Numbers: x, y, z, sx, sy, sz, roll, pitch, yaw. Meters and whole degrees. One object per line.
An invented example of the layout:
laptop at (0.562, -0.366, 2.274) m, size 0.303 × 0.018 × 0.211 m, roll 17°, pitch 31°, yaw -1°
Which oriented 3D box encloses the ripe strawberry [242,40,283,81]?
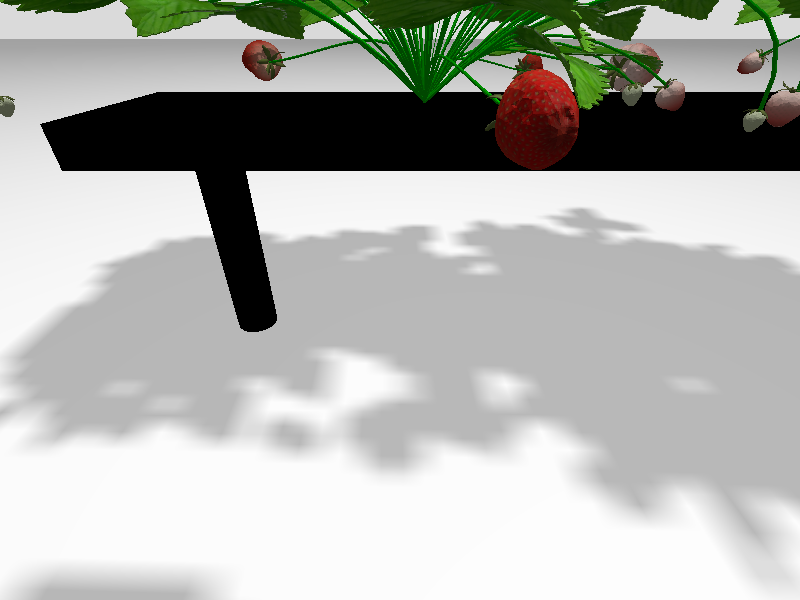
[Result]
ripe strawberry at (-0.148, -0.255, 0.428) m, size 0.038 × 0.037 × 0.041 m, roll 26°, pitch 42°, yaw 33°

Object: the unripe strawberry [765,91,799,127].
unripe strawberry at (0.232, -0.115, 0.243) m, size 0.019 × 0.020 × 0.018 m, roll 13°, pitch 36°, yaw 18°

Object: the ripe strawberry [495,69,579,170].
ripe strawberry at (0.054, -0.068, 0.155) m, size 0.032 × 0.036 × 0.034 m, roll -6°, pitch 35°, yaw -9°

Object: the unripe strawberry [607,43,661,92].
unripe strawberry at (0.206, -0.203, 0.350) m, size 0.038 × 0.037 × 0.042 m, roll -9°, pitch 35°, yaw -14°

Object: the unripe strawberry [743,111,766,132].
unripe strawberry at (0.200, -0.101, 0.227) m, size 0.010 × 0.011 × 0.011 m, roll 18°, pitch 38°, yaw 25°

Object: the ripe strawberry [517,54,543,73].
ripe strawberry at (0.131, -0.230, 0.399) m, size 0.027 × 0.028 × 0.024 m, roll -28°, pitch 43°, yaw -36°

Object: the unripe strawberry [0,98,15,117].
unripe strawberry at (-0.221, -0.108, 0.224) m, size 0.010 × 0.010 × 0.011 m, roll -14°, pitch 37°, yaw -19°

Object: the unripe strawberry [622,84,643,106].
unripe strawberry at (0.176, -0.155, 0.303) m, size 0.013 × 0.015 × 0.015 m, roll -11°, pitch 32°, yaw 13°

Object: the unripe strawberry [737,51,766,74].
unripe strawberry at (0.431, -0.290, 0.492) m, size 0.026 × 0.023 × 0.026 m, roll -6°, pitch -6°, yaw -8°

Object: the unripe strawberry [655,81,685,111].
unripe strawberry at (0.192, -0.143, 0.282) m, size 0.019 × 0.019 × 0.018 m, roll -35°, pitch 19°, yaw 31°
